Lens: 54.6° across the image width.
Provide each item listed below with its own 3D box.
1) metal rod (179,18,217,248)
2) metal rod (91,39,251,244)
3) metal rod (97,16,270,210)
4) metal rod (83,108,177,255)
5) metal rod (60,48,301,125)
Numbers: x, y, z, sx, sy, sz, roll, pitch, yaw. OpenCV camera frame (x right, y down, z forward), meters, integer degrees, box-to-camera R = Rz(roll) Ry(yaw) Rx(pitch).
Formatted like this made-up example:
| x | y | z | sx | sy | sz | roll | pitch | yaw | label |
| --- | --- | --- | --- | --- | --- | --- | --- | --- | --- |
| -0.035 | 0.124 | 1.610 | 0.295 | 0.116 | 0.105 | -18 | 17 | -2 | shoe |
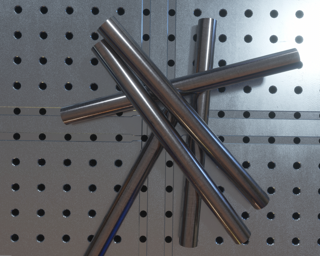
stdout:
| x | y | z | sx | sy | sz | roll | pitch | yaw | label |
| --- | --- | --- | --- | --- | --- | --- | --- | --- | --- |
| 0.051 | 0.006 | 0.413 | 0.025 | 0.025 | 0.298 | 5 | 90 | 0 | metal rod |
| 0.018 | 0.021 | 0.381 | 0.025 | 0.025 | 0.300 | -36 | 97 | 0 | metal rod |
| 0.038 | -0.008 | 0.379 | 0.025 | 0.025 | 0.300 | -42 | 104 | 0 | metal rod |
| -0.054 | 0.109 | 0.413 | 0.025 | 0.025 | 0.299 | 29 | 90 | 0 | metal rod |
| 0.019 | -0.050 | 0.392 | 0.301 | 0.025 | 0.025 | -13 | 90 | 8 | metal rod |
